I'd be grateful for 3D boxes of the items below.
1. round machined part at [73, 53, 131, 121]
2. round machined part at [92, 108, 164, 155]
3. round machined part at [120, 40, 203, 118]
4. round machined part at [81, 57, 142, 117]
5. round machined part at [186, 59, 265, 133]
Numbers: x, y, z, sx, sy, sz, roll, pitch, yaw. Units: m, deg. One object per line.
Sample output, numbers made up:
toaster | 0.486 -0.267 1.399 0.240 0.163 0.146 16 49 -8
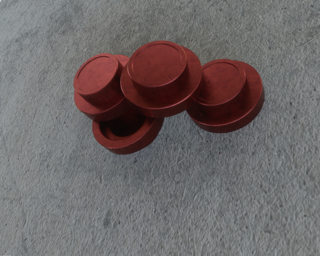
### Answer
round machined part | -0.075 -0.061 0.415 0.098 0.042 0.098 -13 56 20
round machined part | -0.038 -0.008 0.418 0.098 0.042 0.098 -13 56 20
round machined part | 0.000 -0.064 0.365 0.098 0.042 0.098 -5 60 10
round machined part | -0.082 -0.070 0.477 0.098 0.042 0.098 -13 56 20
round machined part | 0.075 -0.046 0.382 0.098 0.042 0.098 -13 56 20
